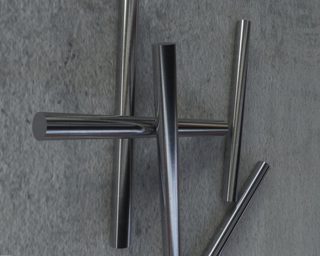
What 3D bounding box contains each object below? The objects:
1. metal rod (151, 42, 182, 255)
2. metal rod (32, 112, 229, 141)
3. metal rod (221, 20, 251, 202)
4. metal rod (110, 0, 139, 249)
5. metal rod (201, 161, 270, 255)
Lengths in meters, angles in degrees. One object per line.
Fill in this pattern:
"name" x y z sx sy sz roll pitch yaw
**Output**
"metal rod" 0.011 0.053 0.369 0.025 0.025 0.298 -21 118 -38
"metal rod" -0.003 -0.001 0.376 0.302 0.025 0.025 0 90 -49
"metal rod" 0.127 -0.031 0.513 0.025 0.025 0.298 10 84 -40
"metal rod" -0.042 -0.011 0.370 0.025 0.025 0.298 3 88 -40
"metal rod" 0.102 0.167 0.493 0.301 0.025 0.025 -48 119 -29
